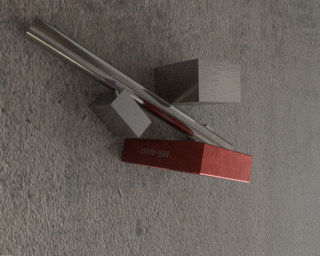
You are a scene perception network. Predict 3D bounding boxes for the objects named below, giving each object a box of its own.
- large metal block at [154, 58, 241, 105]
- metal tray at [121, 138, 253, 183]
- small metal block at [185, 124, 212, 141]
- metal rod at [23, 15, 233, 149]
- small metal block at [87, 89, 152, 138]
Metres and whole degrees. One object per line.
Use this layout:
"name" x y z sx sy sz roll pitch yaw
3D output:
"large metal block" 0.049 -0.057 0.412 0.081 0.080 0.050 -3 92 -40
"metal tray" 0.028 0.036 0.363 0.091 0.130 0.030 16 80 -39
"small metal block" 0.063 0.029 0.462 0.050 0.025 0.050 49 61 -29
"metal rod" -0.015 -0.033 0.378 0.301 0.025 0.025 31 71 -31
"small metal block" -0.046 -0.016 0.352 0.050 0.050 0.025 52 59 -28
